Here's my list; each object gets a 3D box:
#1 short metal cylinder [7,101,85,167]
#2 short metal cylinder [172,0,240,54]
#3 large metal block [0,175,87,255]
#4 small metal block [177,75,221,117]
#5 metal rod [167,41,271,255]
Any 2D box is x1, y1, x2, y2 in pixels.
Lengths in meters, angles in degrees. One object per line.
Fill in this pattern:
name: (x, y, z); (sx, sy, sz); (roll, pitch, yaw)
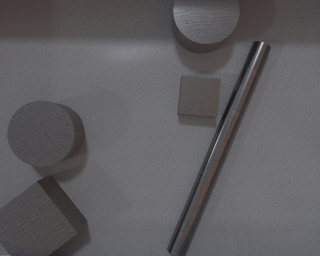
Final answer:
short metal cylinder: (-0.143, 0.007, 0.397); (0.081, 0.050, 0.079); (0, 90, -1)
short metal cylinder: (0.056, -0.142, 0.400); (0.081, 0.050, 0.079); (0, 90, -1)
large metal block: (-0.156, 0.119, 0.397); (0.080, 0.050, 0.080); (-38, 90, 0)
small metal block: (0.051, -0.041, 0.412); (0.050, 0.025, 0.050); (6, 90, -1)
metal rod: (0.079, 0.028, 0.412); (0.025, 0.025, 0.299); (23, 90, -1)
